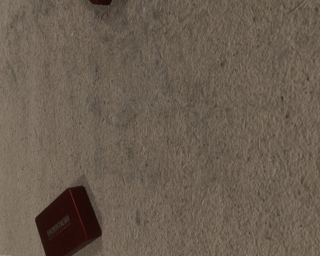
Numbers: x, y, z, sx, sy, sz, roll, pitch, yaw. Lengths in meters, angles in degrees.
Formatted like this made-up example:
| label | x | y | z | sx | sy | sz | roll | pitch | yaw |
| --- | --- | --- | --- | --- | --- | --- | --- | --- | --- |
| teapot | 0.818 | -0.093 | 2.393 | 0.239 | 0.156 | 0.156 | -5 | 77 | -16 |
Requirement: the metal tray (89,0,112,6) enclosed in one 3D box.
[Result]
| label | x | y | z | sx | sy | sz | roll | pitch | yaw |
| --- | --- | --- | --- | --- | --- | --- | --- | --- | --- |
| metal tray | -0.108 | -0.261 | 0.463 | 0.130 | 0.030 | 0.089 | 48 | 126 | 13 |

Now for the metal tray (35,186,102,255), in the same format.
| label | x | y | z | sx | sy | sz | roll | pitch | yaw |
| --- | --- | --- | --- | --- | --- | --- | --- | --- | --- |
| metal tray | -0.161 | 0.168 | 0.531 | 0.129 | 0.030 | 0.090 | -41 | 66 | 32 |
